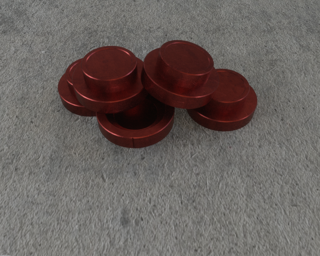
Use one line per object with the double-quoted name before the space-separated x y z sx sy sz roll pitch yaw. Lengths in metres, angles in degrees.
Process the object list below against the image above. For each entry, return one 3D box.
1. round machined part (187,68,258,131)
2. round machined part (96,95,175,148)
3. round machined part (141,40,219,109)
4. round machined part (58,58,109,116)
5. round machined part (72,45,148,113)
"round machined part" 0.086 -0.046 0.432 0.099 0.042 0.098 0 50 0
"round machined part" -0.031 -0.012 0.403 0.099 0.042 0.098 0 50 0
"round machined part" 0.028 -0.073 0.388 0.099 0.042 0.098 9 48 -10
"round machined part" -0.098 -0.066 0.447 0.099 0.042 0.098 0 50 0
"round machined part" -0.062 -0.068 0.395 0.099 0.042 0.098 0 50 0
